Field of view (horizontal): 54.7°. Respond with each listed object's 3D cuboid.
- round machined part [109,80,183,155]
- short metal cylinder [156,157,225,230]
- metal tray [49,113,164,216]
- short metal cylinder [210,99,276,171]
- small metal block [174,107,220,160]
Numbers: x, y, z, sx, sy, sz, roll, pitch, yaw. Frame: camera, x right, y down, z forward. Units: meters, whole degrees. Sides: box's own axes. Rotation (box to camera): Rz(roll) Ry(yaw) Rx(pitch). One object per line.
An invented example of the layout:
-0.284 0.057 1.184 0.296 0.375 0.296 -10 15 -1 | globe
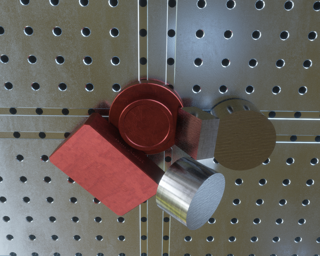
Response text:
-0.016 -0.010 0.396 0.099 0.042 0.097 0 110 0 | round machined part
0.041 0.084 0.405 0.050 0.081 0.079 26 115 37 | short metal cylinder
-0.069 0.052 0.413 0.130 0.030 0.090 43 120 -15 | metal tray
0.101 0.008 0.400 0.081 0.050 0.079 0 110 0 | short metal cylinder
0.044 0.005 0.379 0.025 0.050 0.050 -5 112 -28 | small metal block
